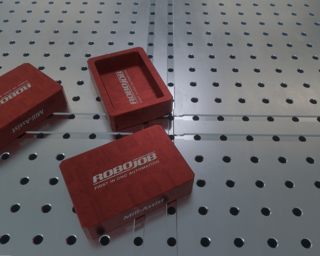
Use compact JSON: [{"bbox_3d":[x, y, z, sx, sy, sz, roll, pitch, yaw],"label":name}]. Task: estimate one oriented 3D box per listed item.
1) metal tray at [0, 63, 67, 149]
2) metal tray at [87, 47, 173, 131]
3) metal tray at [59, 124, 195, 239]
[{"bbox_3d":[-0.209,-0.032,0.430,0.090,0.030,0.131,33,57,24],"label":"metal tray"},{"bbox_3d":[-0.047,-0.063,0.457,0.091,0.030,0.130,-17,52,-14],"label":"metal tray"},{"bbox_3d":[-0.038,0.056,0.357,0.131,0.030,0.090,-22,53,-17],"label":"metal tray"}]
